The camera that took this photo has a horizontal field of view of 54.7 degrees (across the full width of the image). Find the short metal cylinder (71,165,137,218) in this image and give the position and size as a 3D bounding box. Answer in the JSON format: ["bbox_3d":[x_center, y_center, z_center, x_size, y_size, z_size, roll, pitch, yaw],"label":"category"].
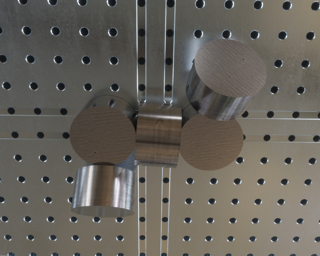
[{"bbox_3d":[-0.073,0.086,0.409,0.081,0.050,0.080,1,154,1],"label":"short metal cylinder"}]

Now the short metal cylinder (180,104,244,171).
[{"bbox_3d":[0.062,0.008,0.403,0.081,0.050,0.079,0,110,-1],"label":"short metal cylinder"}]

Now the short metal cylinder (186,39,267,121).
[{"bbox_3d":[0.074,-0.055,0.358,0.081,0.080,0.050,8,151,-4],"label":"short metal cylinder"}]

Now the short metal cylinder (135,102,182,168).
[{"bbox_3d":[-0.003,0.009,0.387,0.050,0.080,0.079,5,110,-2],"label":"short metal cylinder"}]

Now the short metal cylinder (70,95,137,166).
[{"bbox_3d":[-0.069,0.003,0.399,0.081,0.050,0.079,0,110,-1],"label":"short metal cylinder"}]
